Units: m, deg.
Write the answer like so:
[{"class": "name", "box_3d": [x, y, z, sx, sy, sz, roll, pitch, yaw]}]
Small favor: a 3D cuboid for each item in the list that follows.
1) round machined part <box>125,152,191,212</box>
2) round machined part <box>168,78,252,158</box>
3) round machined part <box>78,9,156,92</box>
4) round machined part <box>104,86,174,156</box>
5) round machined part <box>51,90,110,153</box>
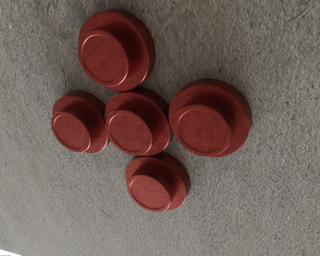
[{"class": "round machined part", "box_3d": [-0.008, 0.083, 0.451, 0.098, 0.042, 0.097, 13, 124, 20]}, {"class": "round machined part", "box_3d": [0.054, -0.005, 0.365, 0.098, 0.042, 0.097, 13, 124, 20]}, {"class": "round machined part", "box_3d": [-0.058, -0.089, 0.372, 0.098, 0.042, 0.097, 13, 124, 20]}, {"class": "round machined part", "box_3d": [-0.032, -0.003, 0.411, 0.098, 0.042, 0.097, 13, 124, 20]}, {"class": "round machined part", "box_3d": [-0.119, -0.003, 0.456, 0.098, 0.042, 0.097, 13, 124, 20]}]
